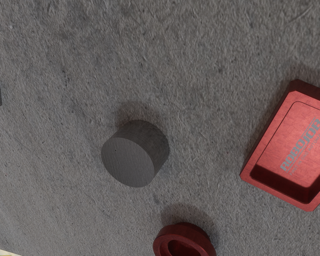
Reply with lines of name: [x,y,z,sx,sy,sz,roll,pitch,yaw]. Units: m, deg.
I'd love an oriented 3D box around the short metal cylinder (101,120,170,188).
short metal cylinder: [-0.033,0.035,0.428,0.080,0.050,0.079,13,124,20]

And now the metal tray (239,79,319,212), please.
metal tray: [0.155,0.023,0.336,0.090,0.030,0.129,26,128,11]

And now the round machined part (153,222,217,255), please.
round machined part: [0.042,0.189,0.489,0.098,0.042,0.097,13,124,20]

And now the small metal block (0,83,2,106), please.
small metal block: [-0.297,-0.063,0.521,0.050,0.025,0.050,25,127,12]
